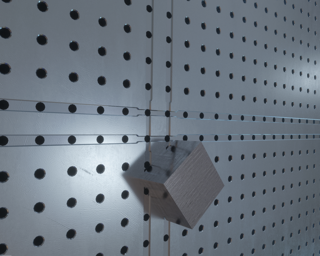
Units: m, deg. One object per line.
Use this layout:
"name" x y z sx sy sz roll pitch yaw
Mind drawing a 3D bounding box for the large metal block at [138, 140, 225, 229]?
"large metal block" 0.031 0.073 0.418 0.080 0.050 0.080 -44 117 -31
